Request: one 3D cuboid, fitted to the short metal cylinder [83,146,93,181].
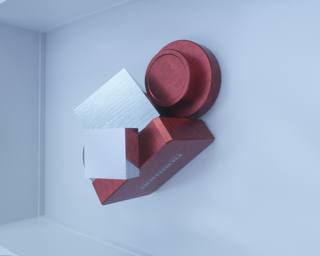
[{"bbox_3d":[-0.064,0.039,0.439,0.080,0.050,0.079,0,90,39],"label":"short metal cylinder"}]

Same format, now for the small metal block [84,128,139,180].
[{"bbox_3d":[-0.050,0.026,0.320,0.050,0.025,0.050,-2,88,26],"label":"small metal block"}]

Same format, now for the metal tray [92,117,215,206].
[{"bbox_3d":[-0.008,0.040,0.367,0.129,0.091,0.030,-45,63,30],"label":"metal tray"}]

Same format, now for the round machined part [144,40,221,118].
[{"bbox_3d":[0.020,-0.058,0.375,0.098,0.042,0.097,0,90,39],"label":"round machined part"}]

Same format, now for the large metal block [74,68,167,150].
[{"bbox_3d":[-0.044,-0.011,0.376,0.080,0.050,0.080,-39,64,6],"label":"large metal block"}]
